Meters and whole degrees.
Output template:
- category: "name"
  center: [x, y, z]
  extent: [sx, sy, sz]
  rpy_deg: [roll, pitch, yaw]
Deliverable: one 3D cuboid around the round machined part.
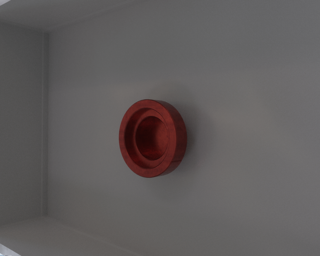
- category: "round machined part"
  center: [-0.004, 0.013, 0.400]
  extent: [0.098, 0.042, 0.097]
  rpy_deg: [0, 90, 40]
